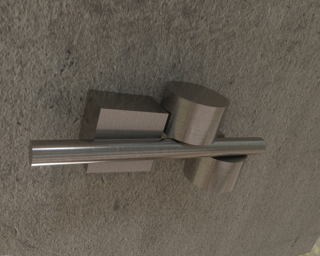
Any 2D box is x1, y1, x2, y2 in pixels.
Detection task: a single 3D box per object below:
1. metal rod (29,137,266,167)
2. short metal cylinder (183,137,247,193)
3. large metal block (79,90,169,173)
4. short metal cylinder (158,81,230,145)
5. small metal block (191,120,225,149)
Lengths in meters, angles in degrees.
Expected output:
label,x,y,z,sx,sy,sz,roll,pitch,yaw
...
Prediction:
label,x,y,z,sx,sy,sz,roll,pitch,yaw
metal rod,0.010,0.024,0.364,0.303,0.025,0.025,0,118,-30
short metal cylinder,0.078,0.048,0.447,0.081,0.080,0.050,0,119,-29
large metal block,-0.046,0.005,0.367,0.081,0.050,0.079,3,117,-30
short metal cylinder,0.039,-0.020,0.384,0.081,0.080,0.050,2,118,-30
small metal block,0.051,0.008,0.425,0.050,0.050,0.025,1,118,-29
